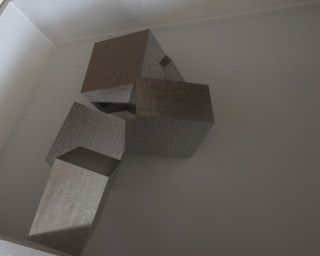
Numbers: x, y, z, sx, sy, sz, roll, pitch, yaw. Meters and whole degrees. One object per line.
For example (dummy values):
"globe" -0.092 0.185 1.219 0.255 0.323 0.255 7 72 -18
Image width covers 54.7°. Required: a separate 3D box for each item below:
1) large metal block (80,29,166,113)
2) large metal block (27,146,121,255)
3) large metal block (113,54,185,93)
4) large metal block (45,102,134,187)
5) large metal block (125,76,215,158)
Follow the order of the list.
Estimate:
"large metal block" -0.043 -0.069 0.389 0.080 0.050 0.080 -6 59 24
"large metal block" -0.083 0.069 0.318 0.050 0.080 0.080 20 94 -1
"large metal block" -0.024 -0.075 0.447 0.080 0.050 0.080 -39 51 1
"large metal block" -0.085 0.024 0.395 0.080 0.050 0.080 20 69 -1
"large metal block" 0.006 -0.009 0.351 0.081 0.080 0.050 5 57 -12
